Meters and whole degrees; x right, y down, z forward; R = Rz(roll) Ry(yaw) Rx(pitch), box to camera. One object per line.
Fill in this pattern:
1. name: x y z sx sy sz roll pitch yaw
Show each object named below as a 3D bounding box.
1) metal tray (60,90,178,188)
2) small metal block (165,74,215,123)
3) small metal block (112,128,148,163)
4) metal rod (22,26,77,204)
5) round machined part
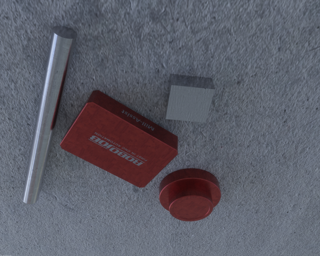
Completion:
1. metal tray: -0.052 0.019 0.411 0.131 0.030 0.090 30 123 -17
2. small metal block: 0.035 -0.036 0.377 0.050 0.025 0.050 5 130 -5
3. small metal block: -0.034 0.030 0.433 0.050 0.025 0.050 30 124 -23
4. metal rod: -0.154 0.006 0.410 0.025 0.025 0.298 17 128 -14
5. round machined part: 0.048 0.112 0.493 0.099 0.042 0.097 -1 130 0
